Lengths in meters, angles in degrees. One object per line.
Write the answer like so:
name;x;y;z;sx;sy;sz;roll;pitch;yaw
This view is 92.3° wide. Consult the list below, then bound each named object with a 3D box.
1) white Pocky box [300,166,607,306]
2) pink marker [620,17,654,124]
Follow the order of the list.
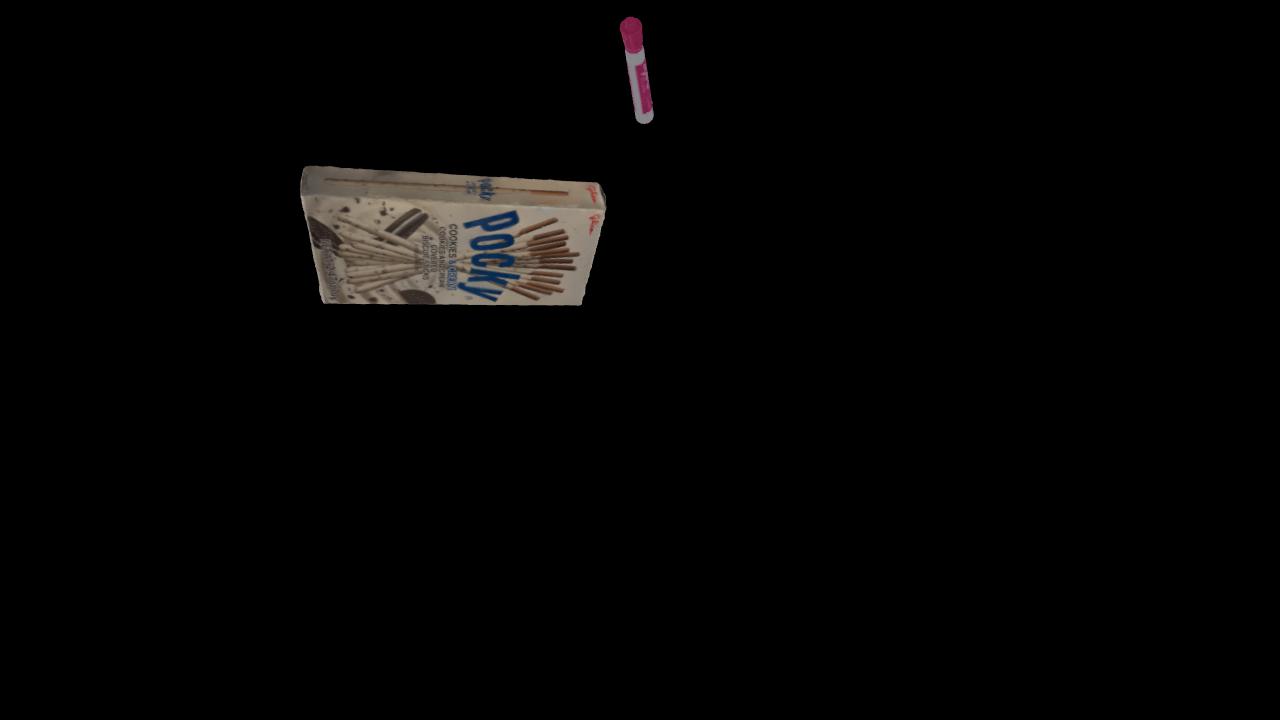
white Pocky box;-0.102;-0.067;0.353;0.154;0.028;0.084;-2;-36;-19
pink marker;-0.002;-0.264;0.567;0.020;0.020;0.121;0;-16;6
